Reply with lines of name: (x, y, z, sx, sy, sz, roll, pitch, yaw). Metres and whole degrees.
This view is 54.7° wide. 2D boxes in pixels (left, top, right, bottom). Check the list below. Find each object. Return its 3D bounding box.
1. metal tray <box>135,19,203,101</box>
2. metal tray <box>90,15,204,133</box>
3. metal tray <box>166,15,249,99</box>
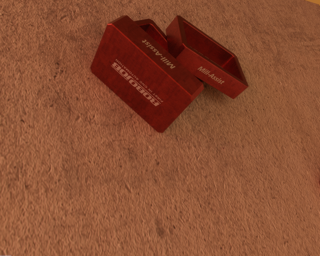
metal tray: (-0.007, -0.096, 0.446, 0.130, 0.030, 0.091, 51, 43, 8)
metal tray: (-0.020, -0.063, 0.389, 0.130, 0.090, 0.030, 42, 51, 1)
metal tray: (0.072, -0.108, 0.475, 0.131, 0.030, 0.090, 25, 39, -27)
